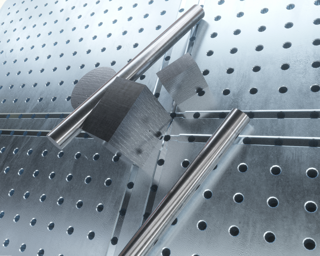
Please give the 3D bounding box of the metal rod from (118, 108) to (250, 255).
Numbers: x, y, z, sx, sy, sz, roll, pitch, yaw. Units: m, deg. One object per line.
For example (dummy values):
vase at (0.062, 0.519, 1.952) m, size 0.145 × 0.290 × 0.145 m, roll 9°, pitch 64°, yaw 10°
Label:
metal rod at (0.002, 0.100, 0.345) m, size 0.025 × 0.025 × 0.300 m, roll 33°, pitch 80°, yaw 38°

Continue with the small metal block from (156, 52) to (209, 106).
small metal block at (0.031, -0.065, 0.416) m, size 0.050 × 0.050 × 0.025 m, roll -33°, pitch 52°, yaw 7°

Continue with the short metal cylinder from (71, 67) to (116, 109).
short metal cylinder at (-0.085, -0.044, 0.464) m, size 0.080 × 0.050 × 0.080 m, roll -13°, pitch 56°, yaw 21°

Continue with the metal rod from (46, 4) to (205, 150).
metal rod at (-0.033, -0.084, 0.429) m, size 0.025 × 0.025 × 0.301 m, roll 23°, pitch 59°, yaw 36°

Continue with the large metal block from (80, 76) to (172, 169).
large metal block at (-0.039, -0.006, 0.397) m, size 0.050 × 0.080 × 0.080 m, roll 22°, pitch 73°, yaw 36°
